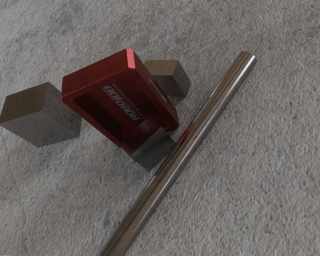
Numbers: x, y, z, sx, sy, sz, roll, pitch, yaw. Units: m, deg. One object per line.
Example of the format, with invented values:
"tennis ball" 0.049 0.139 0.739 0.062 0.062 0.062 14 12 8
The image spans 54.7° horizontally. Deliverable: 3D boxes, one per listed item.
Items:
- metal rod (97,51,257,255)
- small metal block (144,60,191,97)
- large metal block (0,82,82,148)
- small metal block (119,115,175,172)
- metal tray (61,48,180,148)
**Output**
"metal rod" 0.027 0.029 0.370 0.025 0.025 0.300 28 76 37
"small metal block" 0.008 -0.067 0.424 0.050 0.050 0.025 7 65 31
"large metal block" -0.177 -0.017 0.470 0.080 0.080 0.050 -14 56 20
"small metal block" -0.013 0.020 0.381 0.050 0.050 0.025 -44 51 -2
"metal tray" -0.042 -0.028 0.374 0.090 0.130 0.030 -20 54 16
